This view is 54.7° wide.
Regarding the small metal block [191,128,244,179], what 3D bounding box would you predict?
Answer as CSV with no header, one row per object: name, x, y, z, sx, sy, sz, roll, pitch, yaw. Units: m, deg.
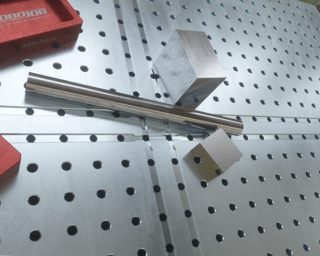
small metal block,0.080,0.035,0.432,0.050,0.025,0.050,-31,79,-38

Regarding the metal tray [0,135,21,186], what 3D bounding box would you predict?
metal tray,-0.209,0.017,0.282,0.130,0.030,0.090,42,51,1

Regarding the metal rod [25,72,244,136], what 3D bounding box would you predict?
metal rod,-0.017,-0.026,0.416,0.302,0.025,0.025,11,57,-23

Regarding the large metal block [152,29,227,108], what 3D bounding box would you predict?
large metal block,0.039,-0.081,0.445,0.050,0.080,0.080,-7,65,-32

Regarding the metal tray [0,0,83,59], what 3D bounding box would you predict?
metal tray,-0.179,-0.144,0.396,0.131,0.030,0.090,-31,79,-38
